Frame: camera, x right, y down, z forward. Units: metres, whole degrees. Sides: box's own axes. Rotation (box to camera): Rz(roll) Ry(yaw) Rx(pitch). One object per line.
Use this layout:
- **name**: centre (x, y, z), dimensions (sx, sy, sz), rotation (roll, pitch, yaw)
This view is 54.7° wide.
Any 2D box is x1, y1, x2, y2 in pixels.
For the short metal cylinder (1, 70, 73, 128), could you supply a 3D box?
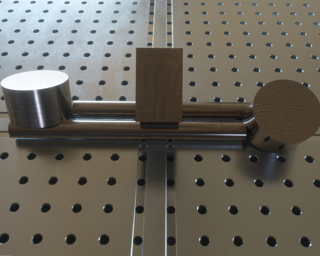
- **short metal cylinder**: centre (-0.158, -0.040, 0.405), dimensions (0.081, 0.050, 0.080), rotation (0, 27, 0)

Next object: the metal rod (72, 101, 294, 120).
- **metal rod**: centre (0.033, -0.024, 0.427), dimensions (0.302, 0.025, 0.025), rotation (1, 50, 0)

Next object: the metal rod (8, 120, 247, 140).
- **metal rod**: centre (-0.041, 0.002, 0.404), dimensions (0.302, 0.025, 0.025), rotation (1, 50, 0)

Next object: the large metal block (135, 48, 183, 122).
- **large metal block**: centre (0.000, -0.048, 0.373), dimensions (0.050, 0.080, 0.079), rotation (1, 92, 0)

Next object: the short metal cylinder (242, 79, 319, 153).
- **short metal cylinder**: centre (0.149, -0.013, 0.386), dimensions (0.081, 0.050, 0.080), rotation (0, 72, 0)
